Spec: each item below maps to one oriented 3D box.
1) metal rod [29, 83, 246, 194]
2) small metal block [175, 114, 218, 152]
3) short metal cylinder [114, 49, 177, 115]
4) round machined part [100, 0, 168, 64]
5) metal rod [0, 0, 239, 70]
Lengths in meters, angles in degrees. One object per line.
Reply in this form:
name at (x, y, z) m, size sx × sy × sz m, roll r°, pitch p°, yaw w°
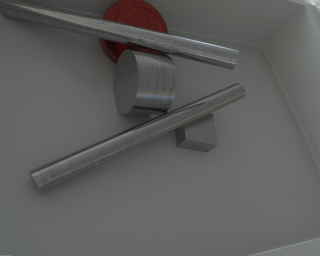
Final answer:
metal rod at (-0.004, 0.000, 0.380) m, size 0.302 × 0.025 × 0.025 m, roll -24°, pitch 75°, yaw -29°
small metal block at (0.049, 0.003, 0.432) m, size 0.050 × 0.025 × 0.050 m, roll 11°, pitch 57°, yaw -23°
short metal cylinder at (-0.021, -0.057, 0.395) m, size 0.050 × 0.080 × 0.080 m, roll 0°, pitch 62°, yaw -28°
round machined part at (-0.033, -0.135, 0.436) m, size 0.099 × 0.042 × 0.097 m, roll 1°, pitch 87°, yaw -22°
metal rod at (-0.052, -0.121, 0.391) m, size 0.302 × 0.025 × 0.025 m, roll 14°, pitch 54°, yaw 2°
